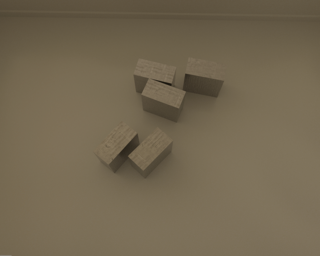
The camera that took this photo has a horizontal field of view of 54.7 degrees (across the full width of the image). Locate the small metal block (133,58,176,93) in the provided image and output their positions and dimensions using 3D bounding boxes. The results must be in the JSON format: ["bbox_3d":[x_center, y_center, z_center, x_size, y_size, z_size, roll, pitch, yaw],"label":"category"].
[{"bbox_3d":[-0.006,-0.065,0.420,0.050,0.050,0.025,14,71,5],"label":"small metal block"}]

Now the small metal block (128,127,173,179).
[{"bbox_3d":[-0.011,0.032,0.385,0.025,0.050,0.050,42,75,13],"label":"small metal block"}]

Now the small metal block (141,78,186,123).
[{"bbox_3d":[0.005,-0.035,0.409,0.050,0.050,0.025,21,72,7],"label":"small metal block"}]

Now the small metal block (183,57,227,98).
[{"bbox_3d":[0.059,-0.068,0.422,0.050,0.050,0.025,11,71,4],"label":"small metal block"}]

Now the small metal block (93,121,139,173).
[{"bbox_3d":[-0.052,0.025,0.387,0.025,0.050,0.050,38,74,12],"label":"small metal block"}]
